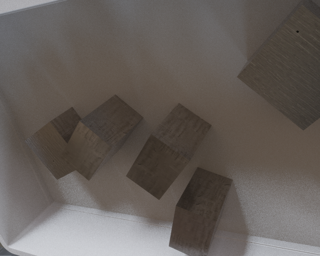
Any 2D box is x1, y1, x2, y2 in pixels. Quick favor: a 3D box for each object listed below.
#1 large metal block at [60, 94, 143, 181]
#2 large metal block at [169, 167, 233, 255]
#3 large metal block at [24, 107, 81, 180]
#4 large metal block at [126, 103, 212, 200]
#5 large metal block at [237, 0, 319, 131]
[{"bbox_3d":[-0.079,0.012,0.422,0.050,0.080,0.080,40,129,1],"label":"large metal block"},{"bbox_3d":[0.055,0.114,0.415,0.050,0.080,0.079,19,126,17],"label":"large metal block"},{"bbox_3d":[-0.150,0.026,0.488,0.080,0.050,0.080,-28,103,37],"label":"large metal block"},{"bbox_3d":[0.012,0.028,0.384,0.050,0.080,0.079,35,129,5],"label":"large metal block"},{"bbox_3d":[0.133,-0.059,0.286,0.080,0.050,0.080,39,129,1],"label":"large metal block"}]
